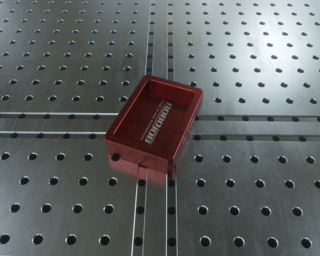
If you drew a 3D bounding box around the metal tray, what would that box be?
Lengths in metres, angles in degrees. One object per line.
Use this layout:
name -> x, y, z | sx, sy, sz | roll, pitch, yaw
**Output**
metal tray -> -0.004, -0.011, 0.414 | 0.090, 0.030, 0.130 | 17, 52, 13
